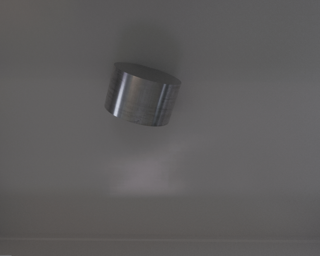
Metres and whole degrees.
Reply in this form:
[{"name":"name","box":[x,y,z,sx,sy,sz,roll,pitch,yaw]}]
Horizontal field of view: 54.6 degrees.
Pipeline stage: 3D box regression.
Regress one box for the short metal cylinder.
[{"name":"short metal cylinder","box":[-0.021,-0.041,0.367,0.080,0.080,0.050,15,109,-6]}]
